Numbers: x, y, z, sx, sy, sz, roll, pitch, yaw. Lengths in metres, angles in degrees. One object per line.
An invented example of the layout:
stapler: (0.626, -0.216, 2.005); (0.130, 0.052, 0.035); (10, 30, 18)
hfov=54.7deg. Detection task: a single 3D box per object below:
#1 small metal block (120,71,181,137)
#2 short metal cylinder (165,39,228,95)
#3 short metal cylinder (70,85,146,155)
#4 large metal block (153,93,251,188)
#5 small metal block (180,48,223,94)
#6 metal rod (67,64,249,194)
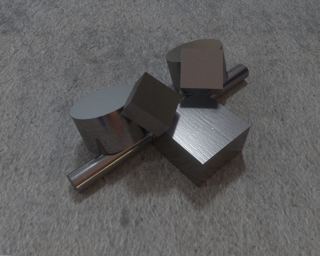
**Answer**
small metal block: (-0.009, -0.027, 0.346); (0.050, 0.025, 0.050); (33, 50, -15)
short metal cylinder: (0.053, -0.089, 0.445); (0.080, 0.050, 0.080); (-13, 31, 8)
short metal cylinder: (-0.061, -0.012, 0.380); (0.080, 0.050, 0.080); (-13, 31, 8)
large metal block: (0.048, 0.010, 0.378); (0.080, 0.050, 0.080); (-34, 58, -26)
small metal block: (0.050, -0.069, 0.382); (0.050, 0.025, 0.050); (2, 81, 1)
metal rod: (0.015, -0.012, 0.415); (0.302, 0.025, 0.025); (-34, 58, -26)
